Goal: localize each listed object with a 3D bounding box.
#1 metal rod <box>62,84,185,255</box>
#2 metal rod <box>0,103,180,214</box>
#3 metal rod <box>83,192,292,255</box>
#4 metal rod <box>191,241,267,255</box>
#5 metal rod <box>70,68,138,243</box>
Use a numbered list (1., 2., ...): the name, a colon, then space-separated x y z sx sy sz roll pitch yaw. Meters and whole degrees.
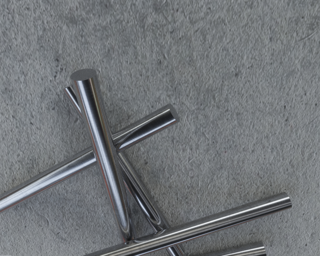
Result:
1. metal rod: -0.042 0.070 0.435 0.025 0.025 0.299 -26 108 9
2. metal rod: -0.111 0.048 0.405 0.300 0.025 0.025 -27 108 18
3. metal rod: 0.041 0.148 0.442 0.302 0.025 0.025 -17 110 -3
4. metal rod: 0.015 0.225 0.492 0.301 0.025 0.025 -14 110 5
5. metal rod: -0.059 0.066 0.388 0.025 0.025 0.298 -6 127 2
